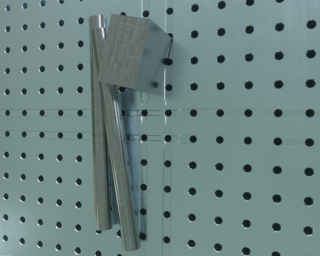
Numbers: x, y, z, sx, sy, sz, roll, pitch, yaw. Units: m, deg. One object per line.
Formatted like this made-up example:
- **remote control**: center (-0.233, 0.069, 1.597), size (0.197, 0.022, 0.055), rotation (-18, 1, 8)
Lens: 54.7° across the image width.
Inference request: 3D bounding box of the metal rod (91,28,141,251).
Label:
- **metal rod**: center (-0.059, 0.016, 0.421), size (0.025, 0.025, 0.298), rotation (-8, 92, 19)

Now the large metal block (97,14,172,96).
- **large metal block**: center (-0.029, -0.089, 0.393), size (0.050, 0.080, 0.079), rotation (15, 95, 19)

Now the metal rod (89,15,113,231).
- **metal rod**: center (-0.084, -0.007, 0.440), size (0.025, 0.025, 0.298), rotation (-2, 89, 19)
